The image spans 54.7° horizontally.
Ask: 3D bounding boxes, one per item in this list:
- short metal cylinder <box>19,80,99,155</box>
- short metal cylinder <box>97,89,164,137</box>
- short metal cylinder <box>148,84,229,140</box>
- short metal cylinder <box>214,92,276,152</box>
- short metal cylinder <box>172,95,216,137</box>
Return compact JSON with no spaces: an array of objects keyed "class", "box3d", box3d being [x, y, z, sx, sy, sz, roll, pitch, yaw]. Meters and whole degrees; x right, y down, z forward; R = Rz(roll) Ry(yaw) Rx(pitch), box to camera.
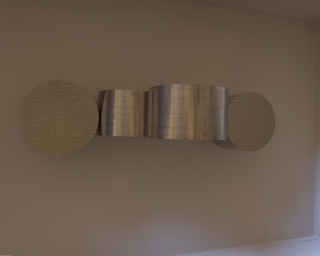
[{"class":"short metal cylinder","box3d":[-0.114,-0.011,0.353,0.081,0.050,0.080,0,90,-20]},{"class":"short metal cylinder","box3d":[-0.033,-0.016,0.367,0.081,0.080,0.050,2,89,-20]},{"class":"short metal cylinder","box3d":[0.028,-0.014,0.317,0.081,0.080,0.050,2,89,-20]},{"class":"short metal cylinder","box3d":[0.113,-0.008,0.437,0.081,0.050,0.080,0,90,-20]},{"class":"short metal cylinder","box3d":[0.043,-0.013,0.395,0.081,0.080,0.050,2,89,-20]}]
